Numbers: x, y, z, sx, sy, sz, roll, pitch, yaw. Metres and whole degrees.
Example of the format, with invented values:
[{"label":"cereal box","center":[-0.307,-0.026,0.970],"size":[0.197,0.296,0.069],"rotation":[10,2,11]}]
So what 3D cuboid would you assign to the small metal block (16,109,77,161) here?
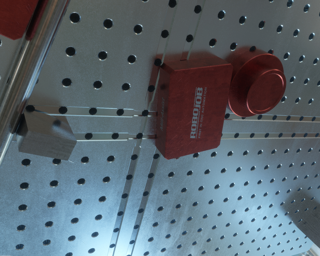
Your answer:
[{"label":"small metal block","center":[-0.123,0.007,0.332],"size":[0.050,0.050,0.025],"rotation":[17,109,-37]}]

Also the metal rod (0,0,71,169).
[{"label":"metal rod","center":[-0.148,-0.026,0.314],"size":[0.025,0.025,0.298],"rotation":[18,109,-36]}]

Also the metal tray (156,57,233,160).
[{"label":"metal tray","center":[0.044,-0.025,0.418],"size":[0.091,0.030,0.129],"rotation":[-11,123,-23]}]

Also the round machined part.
[{"label":"round machined part","center":[0.139,-0.058,0.443],"size":[0.099,0.042,0.097],"rotation":[-14,125,-21]}]

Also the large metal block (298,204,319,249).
[{"label":"large metal block","center":[0.403,0.248,0.754],"size":[0.050,0.080,0.080],"rotation":[30,101,-38]}]

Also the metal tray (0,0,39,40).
[{"label":"metal tray","center":[-0.157,-0.138,0.237],"size":[0.131,0.030,0.090],"rotation":[21,107,-36]}]
